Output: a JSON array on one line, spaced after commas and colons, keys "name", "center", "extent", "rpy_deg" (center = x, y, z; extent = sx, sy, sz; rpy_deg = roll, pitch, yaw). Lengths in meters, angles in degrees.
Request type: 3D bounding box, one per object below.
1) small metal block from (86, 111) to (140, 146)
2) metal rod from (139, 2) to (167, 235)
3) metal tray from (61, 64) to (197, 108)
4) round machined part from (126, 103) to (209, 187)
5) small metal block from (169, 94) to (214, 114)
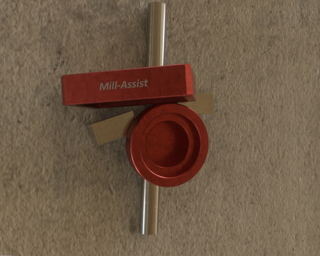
[{"name": "small metal block", "center": [-0.059, 0.000, 0.376], "extent": [0.050, 0.050, 0.025], "rpy_deg": [-20, 97, -19]}, {"name": "metal rod", "center": [-0.009, -0.013, 0.408], "extent": [0.025, 0.025, 0.298], "rpy_deg": [2, 89, -20]}, {"name": "metal tray", "center": [-0.028, -0.042, 0.341], "extent": [0.131, 0.090, 0.030], "rpy_deg": [-4, 90, 9]}, {"name": "round machined part", "center": [0.006, 0.019, 0.375], "extent": [0.099, 0.042, 0.097], "rpy_deg": [-2, 94, -22]}, {"name": "small metal block", "center": [0.036, -0.030, 0.411], "extent": [0.050, 0.050, 0.025], "rpy_deg": [-2, 91, -20]}]
